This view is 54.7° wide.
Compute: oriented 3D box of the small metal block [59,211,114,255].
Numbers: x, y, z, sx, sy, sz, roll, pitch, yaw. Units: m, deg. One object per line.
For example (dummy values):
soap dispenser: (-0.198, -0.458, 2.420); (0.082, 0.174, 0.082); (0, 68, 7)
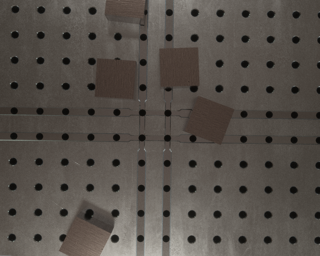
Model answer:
small metal block: (-0.097, 0.148, 0.412); (0.050, 0.025, 0.050); (27, 90, -1)

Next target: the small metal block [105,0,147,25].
small metal block: (-0.044, -0.169, 0.413); (0.050, 0.025, 0.050); (7, 90, -1)

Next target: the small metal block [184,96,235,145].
small metal block: (0.064, -0.010, 0.414); (0.050, 0.025, 0.050); (21, 90, -1)

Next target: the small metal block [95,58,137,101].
small metal block: (-0.058, -0.064, 0.413); (0.050, 0.025, 0.050); (4, 90, -1)

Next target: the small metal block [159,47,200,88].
small metal block: (0.025, -0.079, 0.414); (0.050, 0.025, 0.050); (-2, 90, -1)
